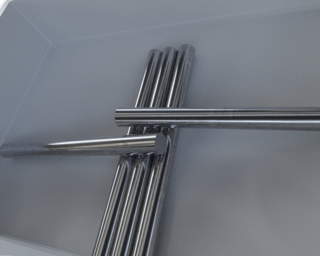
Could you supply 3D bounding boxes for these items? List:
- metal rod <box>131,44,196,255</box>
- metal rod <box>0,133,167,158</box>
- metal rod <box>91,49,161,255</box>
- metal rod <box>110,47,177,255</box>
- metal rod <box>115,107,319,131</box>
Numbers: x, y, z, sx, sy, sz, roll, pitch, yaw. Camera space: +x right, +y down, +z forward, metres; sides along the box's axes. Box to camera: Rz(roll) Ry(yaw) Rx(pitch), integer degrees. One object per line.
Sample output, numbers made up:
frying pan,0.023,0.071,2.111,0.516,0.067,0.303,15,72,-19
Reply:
metal rod,0.009,0.018,0.387,0.025,0.025,0.300,-1,61,27
metal rod,-0.126,0.028,0.430,0.300,0.025,0.025,-4,60,32
metal rod,-0.035,0.019,0.410,0.025,0.025,0.300,-1,61,27
metal rod,-0.014,0.018,0.399,0.025,0.025,0.300,-1,61,27
metal rod,0.089,-0.011,0.341,0.301,0.025,0.025,1,62,21
